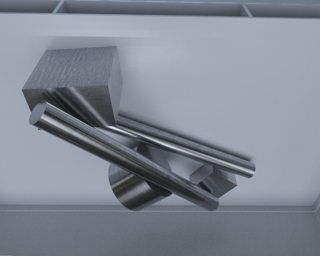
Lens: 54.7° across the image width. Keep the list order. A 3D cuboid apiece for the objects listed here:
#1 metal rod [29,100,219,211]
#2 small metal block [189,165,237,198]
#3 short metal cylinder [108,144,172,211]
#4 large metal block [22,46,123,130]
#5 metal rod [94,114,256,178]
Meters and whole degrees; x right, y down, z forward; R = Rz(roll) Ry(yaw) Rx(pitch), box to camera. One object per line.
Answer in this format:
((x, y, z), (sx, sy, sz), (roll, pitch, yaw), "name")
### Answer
((-0.015, 0.050, 0.373), (0.025, 0.025, 0.301), (-33, 136, 24), "metal rod")
((0.082, 0.082, 0.479), (0.050, 0.025, 0.050), (31, 123, -24), "small metal block")
((-0.024, 0.067, 0.427), (0.050, 0.080, 0.080), (-33, 123, 24), "short metal cylinder")
((-0.087, -0.045, 0.333), (0.080, 0.080, 0.050), (-3, 130, 2), "large metal block")
((-0.001, 0.015, 0.420), (0.302, 0.025, 0.025), (19, 127, -17), "metal rod")
